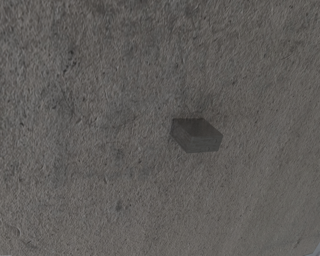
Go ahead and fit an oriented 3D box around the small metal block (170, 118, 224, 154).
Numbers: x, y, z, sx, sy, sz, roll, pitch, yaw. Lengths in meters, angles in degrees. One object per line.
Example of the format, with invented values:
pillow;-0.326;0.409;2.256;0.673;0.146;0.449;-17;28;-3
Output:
small metal block;0.049;0.009;0.422;0.050;0.050;0.025;-1;119;-28
